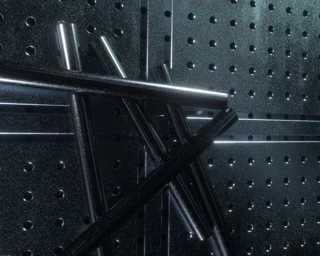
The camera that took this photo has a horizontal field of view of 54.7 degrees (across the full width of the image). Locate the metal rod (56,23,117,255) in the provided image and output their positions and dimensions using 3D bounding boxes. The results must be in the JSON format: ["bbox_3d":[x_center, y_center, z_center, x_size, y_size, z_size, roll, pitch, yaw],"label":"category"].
[{"bbox_3d":[-0.089,0.025,0.380,0.025,0.025,0.298,-10,94,-20],"label":"metal rod"}]

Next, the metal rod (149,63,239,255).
[{"bbox_3d":[0.051,0.056,0.433,0.025,0.025,0.298,-24,98,-19],"label":"metal rod"}]

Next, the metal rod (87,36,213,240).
[{"bbox_3d":[-0.008,0.021,0.410,0.025,0.025,0.299,-32,101,-17],"label":"metal rod"}]

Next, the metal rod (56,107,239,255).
[{"bbox_3d":[-0.013,0.074,0.382,0.301,0.025,0.025,-40,103,-16],"label":"metal rod"}]

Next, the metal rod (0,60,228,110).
[{"bbox_3d":[-0.056,-0.049,0.366,0.302,0.025,0.025,5,88,-20],"label":"metal rod"}]
